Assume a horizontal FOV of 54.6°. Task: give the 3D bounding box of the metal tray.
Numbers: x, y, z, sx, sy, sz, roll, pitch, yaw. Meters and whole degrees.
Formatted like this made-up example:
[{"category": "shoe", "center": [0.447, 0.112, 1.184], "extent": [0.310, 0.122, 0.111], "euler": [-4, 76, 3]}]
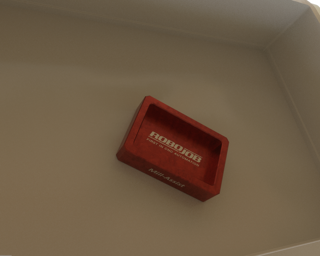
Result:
[{"category": "metal tray", "center": [0.021, 0.026, 0.397], "extent": [0.130, 0.030, 0.090], "euler": [28, 52, -11]}]
